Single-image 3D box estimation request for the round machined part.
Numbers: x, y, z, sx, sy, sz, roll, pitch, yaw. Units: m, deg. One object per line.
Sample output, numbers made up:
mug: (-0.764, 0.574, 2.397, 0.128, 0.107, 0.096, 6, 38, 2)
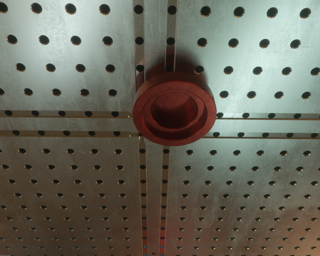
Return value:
round machined part: (0.017, -0.027, 0.378, 0.099, 0.042, 0.097, -1, 130, 0)
